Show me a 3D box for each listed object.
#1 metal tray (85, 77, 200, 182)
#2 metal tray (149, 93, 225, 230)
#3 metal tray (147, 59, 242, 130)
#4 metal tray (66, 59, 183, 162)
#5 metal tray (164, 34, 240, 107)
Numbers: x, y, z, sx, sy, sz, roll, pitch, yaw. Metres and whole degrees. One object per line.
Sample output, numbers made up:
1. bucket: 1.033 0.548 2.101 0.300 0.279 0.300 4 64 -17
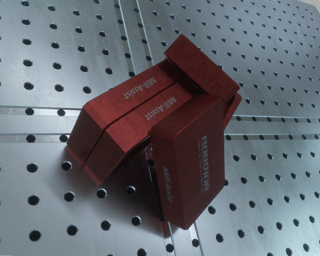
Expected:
1. metal tray: -0.017 0.000 0.356 0.030 0.090 0.131 49 51 5
2. metal tray: 0.037 0.038 0.347 0.030 0.129 0.091 18 40 36
3. metal tray: 0.053 -0.056 0.468 0.130 0.030 0.090 40 51 -2
4. metal tray: -0.039 -0.021 0.359 0.030 0.090 0.131 49 51 5
5. metal tray: 0.052 -0.069 0.407 0.090 0.030 0.130 43 6 1
